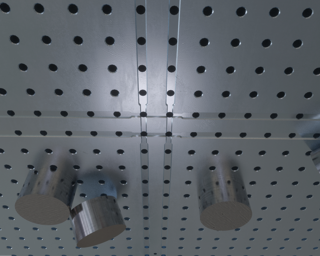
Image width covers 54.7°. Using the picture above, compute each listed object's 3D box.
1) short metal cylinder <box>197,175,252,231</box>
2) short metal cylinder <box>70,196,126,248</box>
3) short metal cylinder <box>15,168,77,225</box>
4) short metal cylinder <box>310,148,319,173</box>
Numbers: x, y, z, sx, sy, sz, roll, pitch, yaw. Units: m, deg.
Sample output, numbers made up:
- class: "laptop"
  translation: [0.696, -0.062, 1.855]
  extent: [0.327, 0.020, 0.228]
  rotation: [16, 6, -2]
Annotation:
- class: "short metal cylinder"
  translation: [0.102, 0.122, 0.500]
  extent: [0.081, 0.050, 0.079]
  rotation: [0, 130, 0]
- class: "short metal cylinder"
  translation: [-0.101, 0.152, 0.502]
  extent: [0.081, 0.050, 0.080]
  rotation: [-20, 150, -12]
- class: "short metal cylinder"
  translation: [-0.177, 0.108, 0.486]
  extent: [0.081, 0.050, 0.079]
  rotation: [0, 130, 0]
- class: "short metal cylinder"
  translation: [0.254, 0.055, 0.425]
  extent: [0.080, 0.080, 0.050]
  rotation: [36, 121, -27]
